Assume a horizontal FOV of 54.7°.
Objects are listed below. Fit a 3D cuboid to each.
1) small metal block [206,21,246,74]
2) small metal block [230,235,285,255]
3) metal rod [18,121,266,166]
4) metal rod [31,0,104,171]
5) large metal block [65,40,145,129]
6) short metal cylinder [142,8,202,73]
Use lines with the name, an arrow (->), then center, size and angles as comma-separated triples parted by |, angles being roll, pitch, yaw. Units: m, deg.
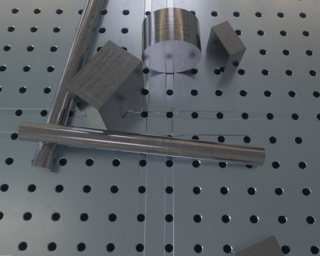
small metal block -> 0.093, -0.114, 0.441 | 0.025, 0.050, 0.050 | -24, 72, -8
small metal block -> 0.117, 0.158, 0.355 | 0.050, 0.025, 0.050 | -21, 72, -8
metal rod -> -0.019, 0.020, 0.389 | 0.302, 0.025, 0.025 | 6, 70, -4
metal rod -> -0.123, -0.087, 0.442 | 0.025, 0.025, 0.299 | 10, 70, 3
large metal block -> -0.066, -0.051, 0.401 | 0.050, 0.080, 0.080 | 35, 74, 12
short metal cylinder -> 0.015, -0.118, 0.426 | 0.081, 0.080, 0.050 | -1, 70, -1
